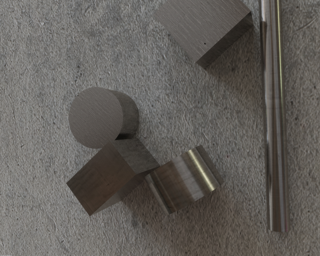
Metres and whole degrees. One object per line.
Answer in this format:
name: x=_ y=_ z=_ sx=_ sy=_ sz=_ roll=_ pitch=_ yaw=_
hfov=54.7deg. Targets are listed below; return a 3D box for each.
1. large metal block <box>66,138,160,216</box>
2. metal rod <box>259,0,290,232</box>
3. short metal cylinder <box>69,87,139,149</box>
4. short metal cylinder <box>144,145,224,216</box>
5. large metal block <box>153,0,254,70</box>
large metal block: x=-0.057 y=0.059 z=0.400 sx=0.080 sy=0.080 sz=0.050 roll=-43 pitch=77 yaw=15
metal rod: x=0.133 y=-0.032 z=0.362 sx=0.025 sy=0.025 sz=0.298 roll=-2 pitch=89 yaw=20
short metal cylinder: x=-0.075 y=-0.013 z=0.422 sx=0.080 sy=0.050 sz=0.080 roll=0 pitch=90 yaw=20
short metal cylinder: x=0.028 y=0.062 z=0.370 sx=0.080 sy=0.080 sz=0.050 roll=-33 pitch=80 yaw=17
large metal block: x=0.054 y=-0.131 z=0.377 sx=0.080 sy=0.050 sz=0.080 roll=-42 pitch=77 yaw=15
